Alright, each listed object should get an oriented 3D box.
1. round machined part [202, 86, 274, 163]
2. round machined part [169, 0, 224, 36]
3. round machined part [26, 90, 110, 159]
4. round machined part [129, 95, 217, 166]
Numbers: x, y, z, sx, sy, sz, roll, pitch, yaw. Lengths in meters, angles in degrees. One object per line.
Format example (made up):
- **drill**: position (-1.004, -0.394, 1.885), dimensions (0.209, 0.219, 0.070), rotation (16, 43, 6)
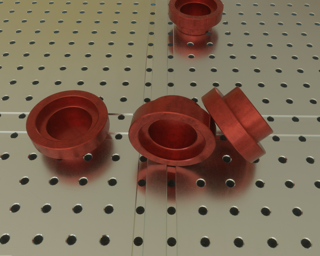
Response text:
- **round machined part**: position (0.096, -0.011, 0.367), dimensions (0.042, 0.098, 0.098), rotation (-38, 52, 15)
- **round machined part**: position (0.065, -0.208, 0.572), dimensions (0.099, 0.042, 0.098), rotation (0, 50, 0)
- **round machined part**: position (-0.114, 0.000, 0.396), dimensions (0.099, 0.042, 0.098), rotation (0, 50, 0)
- **round machined part**: position (0.016, 0.000, 0.361), dimensions (0.098, 0.098, 0.042), rotation (7, 51, 6)
